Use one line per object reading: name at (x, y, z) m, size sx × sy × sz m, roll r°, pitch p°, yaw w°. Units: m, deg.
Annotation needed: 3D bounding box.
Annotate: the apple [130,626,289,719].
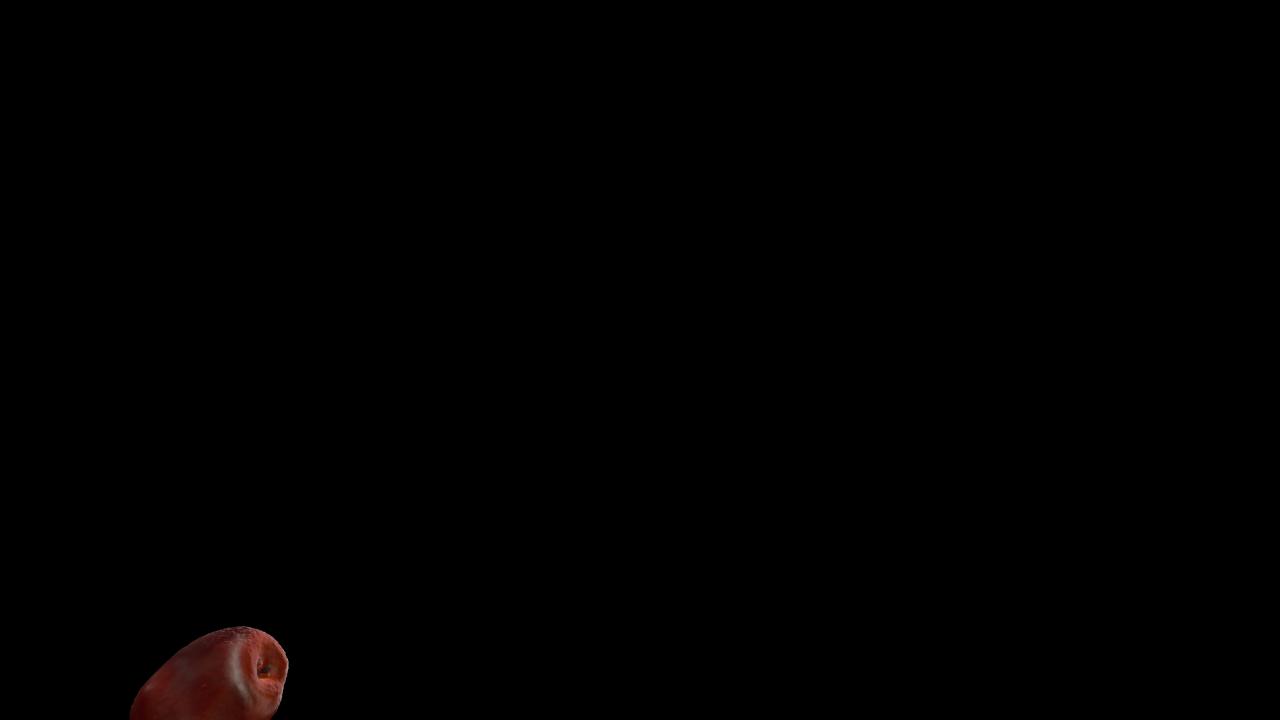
apple at (-0.293, 0.228, 0.422) m, size 0.093 × 0.079 × 0.079 m, roll -26°, pitch 0°, yaw 0°
